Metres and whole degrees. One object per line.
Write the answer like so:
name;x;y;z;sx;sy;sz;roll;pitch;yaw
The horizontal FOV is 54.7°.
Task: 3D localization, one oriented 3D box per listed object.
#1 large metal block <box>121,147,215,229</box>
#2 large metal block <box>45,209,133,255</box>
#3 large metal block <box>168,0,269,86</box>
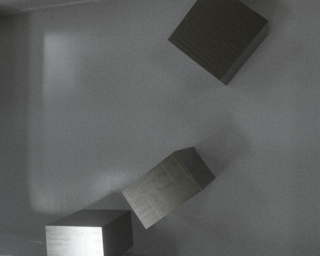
large metal block;0.014;0.068;0.376;0.080;0.080;0.050;-39;78;15
large metal block;-0.091;0.144;0.412;0.080;0.080;0.050;-5;89;19
large metal block;0.071;-0.109;0.372;0.080;0.050;0.080;42;103;15
